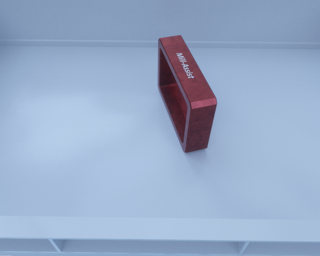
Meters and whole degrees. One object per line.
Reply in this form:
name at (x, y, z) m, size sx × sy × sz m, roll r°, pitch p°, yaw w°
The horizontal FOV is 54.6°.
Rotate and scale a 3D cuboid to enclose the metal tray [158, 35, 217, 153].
metal tray at (0.029, -0.045, 0.398) m, size 0.030 × 0.090 × 0.130 m, roll -12°, pitch 51°, yaw -11°
